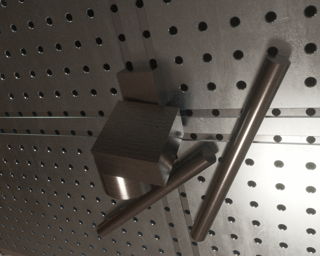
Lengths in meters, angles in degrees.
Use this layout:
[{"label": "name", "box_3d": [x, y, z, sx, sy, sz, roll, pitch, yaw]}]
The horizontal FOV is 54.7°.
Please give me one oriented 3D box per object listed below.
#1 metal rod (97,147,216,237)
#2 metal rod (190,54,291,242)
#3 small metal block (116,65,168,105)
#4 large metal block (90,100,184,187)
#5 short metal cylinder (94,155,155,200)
[{"label": "metal rod", "box_3d": [-0.023, 0.114, 0.491, 0.025, 0.025, 0.299, 45, 129, -3]}, {"label": "metal rod", "box_3d": [0.088, 0.049, 0.394, 0.025, 0.025, 0.298, 24, 127, 13]}, {"label": "small metal block", "box_3d": [-0.022, -0.050, 0.390, 0.050, 0.025, 0.050, 2, 119, 27]}, {"label": "large metal block", "box_3d": [-0.023, 0.016, 0.374, 0.080, 0.080, 0.050, 9, 143, 19]}, {"label": "short metal cylinder", "box_3d": [-0.045, 0.053, 0.430, 0.080, 0.080, 0.050, 5, 122, 25]}]
